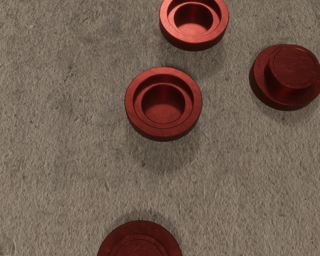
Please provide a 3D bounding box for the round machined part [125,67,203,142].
[{"bbox_3d":[0.004,-0.028,0.409,0.099,0.042,0.098,0,70,-1],"label":"round machined part"}]

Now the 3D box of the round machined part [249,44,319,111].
[{"bbox_3d":[0.179,-0.076,0.429,0.099,0.042,0.098,0,70,-1],"label":"round machined part"}]

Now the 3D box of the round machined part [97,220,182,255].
[{"bbox_3d":[-0.023,0.153,0.343,0.099,0.042,0.098,0,70,-1],"label":"round machined part"}]

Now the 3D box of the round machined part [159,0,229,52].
[{"bbox_3d":[0.048,-0.154,0.456,0.099,0.042,0.098,0,70,-1],"label":"round machined part"}]
